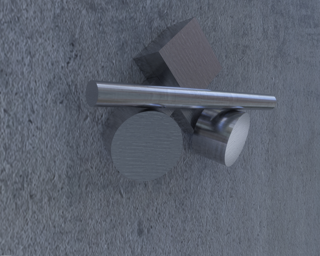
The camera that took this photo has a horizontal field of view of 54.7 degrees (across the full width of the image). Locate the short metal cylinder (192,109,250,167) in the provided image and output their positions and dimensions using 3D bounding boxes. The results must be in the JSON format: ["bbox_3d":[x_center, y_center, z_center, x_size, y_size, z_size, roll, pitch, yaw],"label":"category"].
[{"bbox_3d":[0.089,0.009,0.446,0.081,0.050,0.079,-36,137,-43],"label":"short metal cylinder"}]

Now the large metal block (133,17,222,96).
[{"bbox_3d":[0.026,-0.085,0.408,0.080,0.050,0.080,-50,120,-28],"label":"large metal block"}]

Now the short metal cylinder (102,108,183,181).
[{"bbox_3d":[-0.021,0.013,0.353,0.081,0.050,0.079,-6,109,-19],"label":"short metal cylinder"}]

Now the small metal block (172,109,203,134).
[{"bbox_3d":[0.044,-0.027,0.442,0.050,0.025,0.050,-51,120,-28],"label":"small metal block"}]

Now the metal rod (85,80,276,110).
[{"bbox_3d":[0.053,-0.036,0.383,0.302,0.025,0.025,-2,92,-40],"label":"metal rod"}]

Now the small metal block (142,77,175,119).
[{"bbox_3d":[-0.012,-0.029,0.396,0.050,0.025,0.050,-51,120,-29],"label":"small metal block"}]
